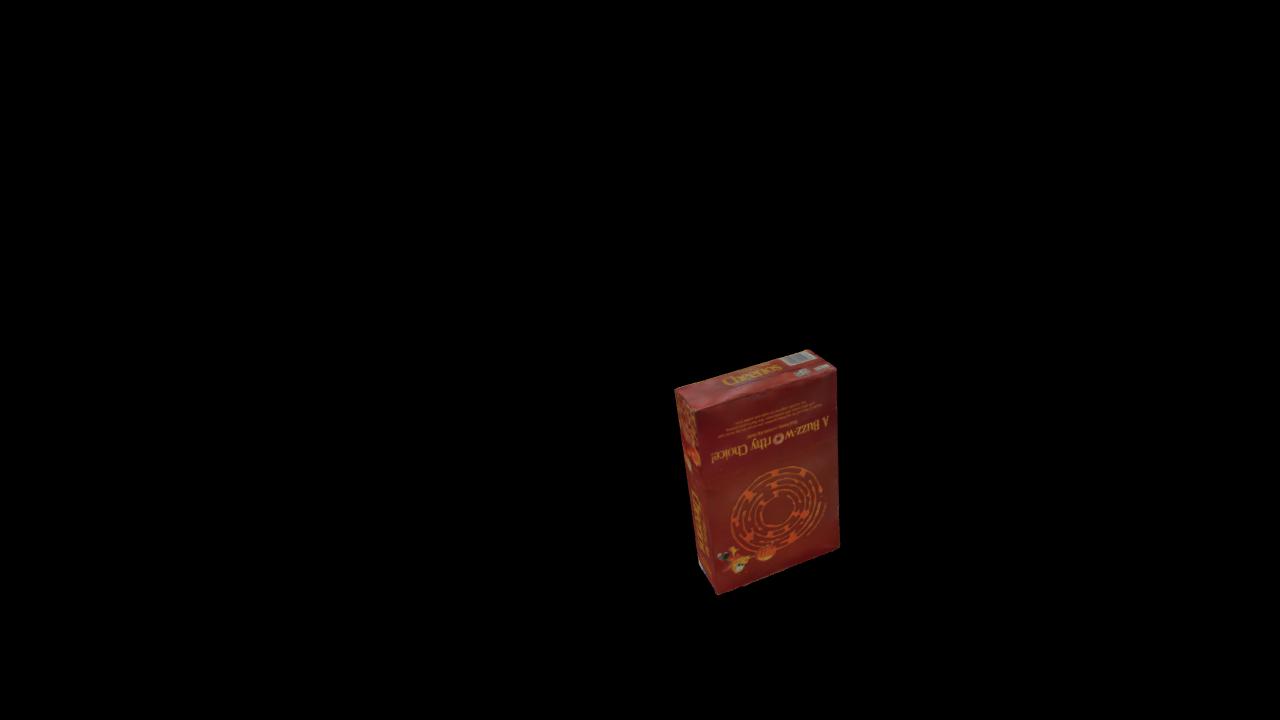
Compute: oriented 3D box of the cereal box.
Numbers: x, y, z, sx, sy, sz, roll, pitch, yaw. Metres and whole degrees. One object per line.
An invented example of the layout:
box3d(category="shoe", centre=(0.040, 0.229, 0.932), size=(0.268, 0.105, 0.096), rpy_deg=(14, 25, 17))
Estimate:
box3d(category="cereal box", centre=(0.167, 0.157, 0.844), size=(0.203, 0.306, 0.081), rpy_deg=(-16, 26, -13))
